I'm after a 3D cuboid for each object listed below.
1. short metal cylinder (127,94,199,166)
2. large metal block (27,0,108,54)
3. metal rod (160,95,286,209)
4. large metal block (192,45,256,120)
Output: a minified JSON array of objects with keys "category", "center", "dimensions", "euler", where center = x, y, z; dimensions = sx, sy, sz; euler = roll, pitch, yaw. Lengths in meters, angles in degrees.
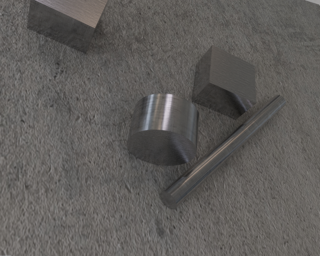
[{"category":"short metal cylinder","center":[0.005,0.004,0.369],"dimensions":[0.080,0.080,0.050],"euler":[20,54,-17]},{"category":"large metal block","center":[-0.121,-0.160,0.420],"dimensions":[0.080,0.050,0.080],"euler":[22,54,-15]},{"category":"metal rod","center":[0.109,0.019,0.450],"dimensions":[0.302,0.025,0.025],"euler":[-33,80,-38]},{"category":"large metal block","center":[0.100,-0.071,0.485],"dimensions":[0.080,0.050,0.080],"euler":[21,54,-16]}]
